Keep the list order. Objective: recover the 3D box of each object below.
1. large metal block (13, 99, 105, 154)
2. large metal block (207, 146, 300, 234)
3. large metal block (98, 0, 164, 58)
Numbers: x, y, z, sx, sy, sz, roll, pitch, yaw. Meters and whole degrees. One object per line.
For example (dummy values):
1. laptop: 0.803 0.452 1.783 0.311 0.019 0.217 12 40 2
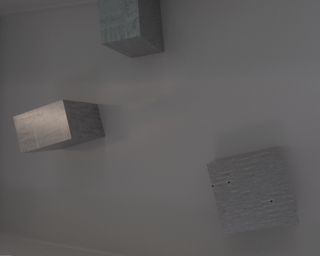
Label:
1. large metal block: -0.136 -0.001 0.429 0.080 0.080 0.050 -16 85 19
2. large metal block: 0.107 0.070 0.359 0.080 0.050 0.080 -15 85 19
3. large metal block: -0.035 -0.140 0.393 0.050 0.080 0.080 -5 88 20
